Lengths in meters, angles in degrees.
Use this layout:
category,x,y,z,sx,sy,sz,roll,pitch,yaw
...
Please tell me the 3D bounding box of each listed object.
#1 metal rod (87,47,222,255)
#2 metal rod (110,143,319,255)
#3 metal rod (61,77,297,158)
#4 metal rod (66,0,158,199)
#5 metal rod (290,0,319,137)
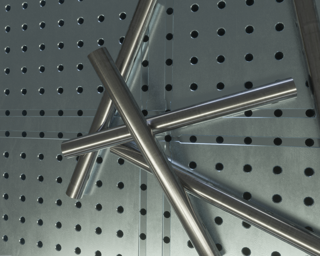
category,x,y,z,sx,sy,sz,roll,pitch,yaw
metal rod,-0.003,0.041,0.377,0.025,0.025,0.299,-27,95,18
metal rod,0.068,0.084,0.388,0.301,0.025,0.025,25,98,18
metal rod,0.013,-0.009,0.392,0.301,0.025,0.025,-15,85,13
metal rod,-0.070,-0.039,0.436,0.025,0.025,0.298,25,98,18
metal rod,0.179,-0.062,0.349,0.025,0.025,0.298,-12,86,19
